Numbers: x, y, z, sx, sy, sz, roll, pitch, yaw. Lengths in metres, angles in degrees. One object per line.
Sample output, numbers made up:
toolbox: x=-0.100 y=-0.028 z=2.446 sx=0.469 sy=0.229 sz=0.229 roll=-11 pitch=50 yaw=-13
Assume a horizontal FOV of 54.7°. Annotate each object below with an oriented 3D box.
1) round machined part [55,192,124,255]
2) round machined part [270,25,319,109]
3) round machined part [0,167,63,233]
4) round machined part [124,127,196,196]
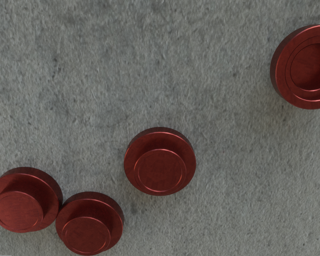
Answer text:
round machined part: x=-0.104 y=0.146 z=0.453 sx=0.099 sy=0.042 sz=0.097 roll=0 pitch=110 yaw=-1
round machined part: x=0.182 y=-0.075 z=0.376 sx=0.099 sy=0.042 sz=0.097 roll=0 pitch=110 yaw=-1
round machined part: x=-0.193 y=0.108 z=0.438 sx=0.099 sy=0.042 sz=0.097 roll=0 pitch=110 yaw=-1
round machined part: x=0.000 y=0.051 z=0.420 sx=0.099 sy=0.042 sz=0.097 roll=0 pitch=110 yaw=-1
